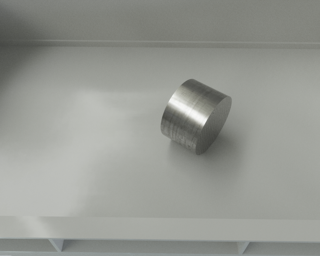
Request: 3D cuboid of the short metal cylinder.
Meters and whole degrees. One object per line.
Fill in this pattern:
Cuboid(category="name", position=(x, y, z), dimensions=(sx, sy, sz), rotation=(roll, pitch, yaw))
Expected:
Cuboid(category="short metal cylinder", position=(0.045, -0.014, 0.381), dimensions=(0.050, 0.080, 0.080), rotation=(31, 57, 23))
